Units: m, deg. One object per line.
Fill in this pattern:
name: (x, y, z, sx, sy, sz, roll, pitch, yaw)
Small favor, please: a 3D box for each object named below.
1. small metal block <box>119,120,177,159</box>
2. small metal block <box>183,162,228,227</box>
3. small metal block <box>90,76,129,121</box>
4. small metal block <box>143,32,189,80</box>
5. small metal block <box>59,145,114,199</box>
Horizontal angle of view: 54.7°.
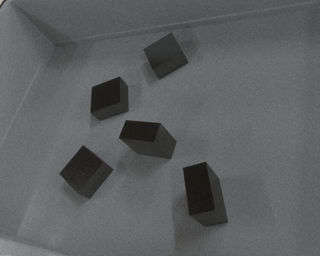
small metal block: (-0.014, 0.015, 0.387, 0.050, 0.050, 0.025, 5, 65, 30)
small metal block: (0.048, 0.070, 0.321, 0.025, 0.050, 0.050, -18, 55, 18)
small metal block: (-0.076, -0.044, 0.471, 0.050, 0.025, 0.050, -17, 55, 18)
small metal block: (0.009, -0.109, 0.467, 0.050, 0.025, 0.050, -29, 52, 9)
small metal block: (-0.100, 0.059, 0.420, 0.050, 0.025, 0.050, 32, 79, 37)
